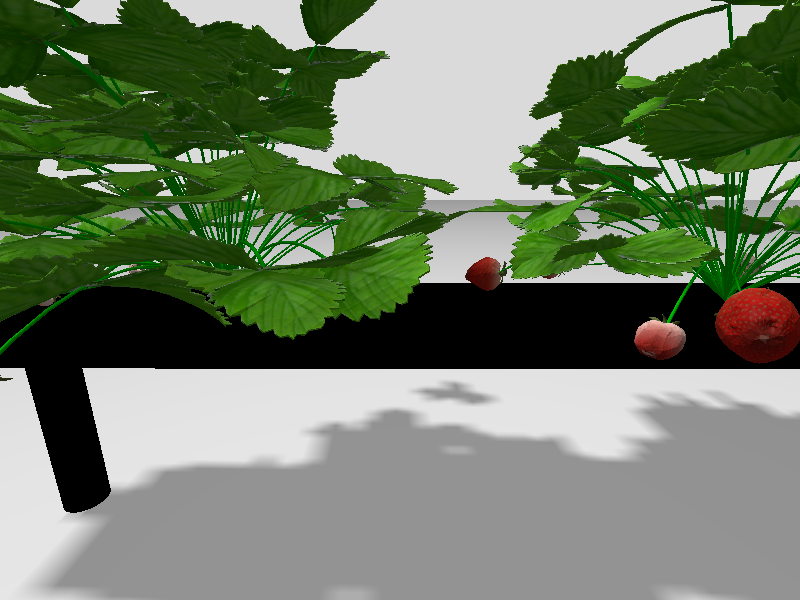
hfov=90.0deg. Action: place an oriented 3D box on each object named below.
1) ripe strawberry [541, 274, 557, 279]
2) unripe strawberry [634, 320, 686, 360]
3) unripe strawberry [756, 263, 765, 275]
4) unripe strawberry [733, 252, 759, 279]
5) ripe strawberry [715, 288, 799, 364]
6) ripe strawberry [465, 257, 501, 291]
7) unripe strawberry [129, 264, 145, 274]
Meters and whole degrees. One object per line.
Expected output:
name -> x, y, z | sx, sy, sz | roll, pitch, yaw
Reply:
ripe strawberry -> 0.165, -0.042, 0.455 | 0.035, 0.035, 0.033 | 11, 19, 36
unripe strawberry -> 0.151, 0.024, 0.235 | 0.026, 0.023, 0.023 | 17, 49, 45
unripe strawberry -> 0.418, -0.038, 0.471 | 0.017, 0.018, 0.018 | 16, -28, 45
unripe strawberry -> 0.382, -0.038, 0.448 | 0.029, 0.031, 0.032 | 14, 21, 41
ripe strawberry -> 0.205, 0.016, 0.229 | 0.038, 0.043, 0.041 | 10, 19, 33
ripe strawberry -> 0.083, -0.026, 0.399 | 0.035, 0.034, 0.032 | 0, 15, 12
unripe strawberry -> -0.297, -0.034, 0.451 | 0.017, 0.018, 0.016 | -24, -1, 36
